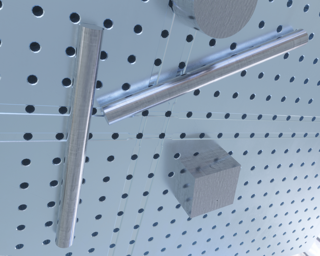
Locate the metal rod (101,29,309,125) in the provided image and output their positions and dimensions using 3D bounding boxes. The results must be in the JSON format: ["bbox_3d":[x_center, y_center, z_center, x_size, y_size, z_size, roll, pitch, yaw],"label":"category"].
[{"bbox_3d":[0.069,-0.072,0.405,0.302,0.025,0.025,-23,127,-15],"label":"metal rod"}]

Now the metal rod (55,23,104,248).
[{"bbox_3d":[-0.102,0.029,0.374,0.025,0.025,0.298,-1,119,-29],"label":"metal rod"}]

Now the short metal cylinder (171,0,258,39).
[{"bbox_3d":[0.059,-0.145,0.340,0.081,0.050,0.079,-14,125,-21],"label":"short metal cylinder"}]

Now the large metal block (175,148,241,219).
[{"bbox_3d":[0.074,0.086,0.491,0.081,0.050,0.079,-12,124,-22],"label":"large metal block"}]
